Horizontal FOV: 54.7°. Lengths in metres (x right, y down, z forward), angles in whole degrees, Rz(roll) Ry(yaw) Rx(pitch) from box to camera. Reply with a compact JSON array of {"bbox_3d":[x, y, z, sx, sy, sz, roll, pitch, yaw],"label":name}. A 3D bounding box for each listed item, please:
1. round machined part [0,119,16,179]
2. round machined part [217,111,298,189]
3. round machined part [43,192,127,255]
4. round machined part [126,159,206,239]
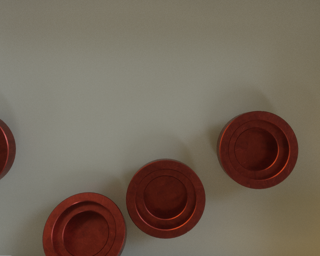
[{"bbox_3d":[-0.235,0.027,0.400,0.099,0.042,0.097,0,90,-1],"label":"round machined part"},{"bbox_3d":[0.123,0.027,0.405,0.099,0.042,0.097,0,90,-1],"label":"round machined part"},{"bbox_3d":[-0.091,0.134,0.389,0.099,0.042,0.098,0,62,0],"label":"round machined part"},{"bbox_3d":[0.007,0.088,0.403,0.099,0.042,0.097,0,90,-1],"label":"round machined part"}]
